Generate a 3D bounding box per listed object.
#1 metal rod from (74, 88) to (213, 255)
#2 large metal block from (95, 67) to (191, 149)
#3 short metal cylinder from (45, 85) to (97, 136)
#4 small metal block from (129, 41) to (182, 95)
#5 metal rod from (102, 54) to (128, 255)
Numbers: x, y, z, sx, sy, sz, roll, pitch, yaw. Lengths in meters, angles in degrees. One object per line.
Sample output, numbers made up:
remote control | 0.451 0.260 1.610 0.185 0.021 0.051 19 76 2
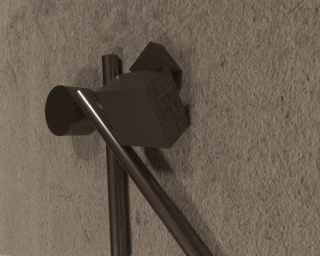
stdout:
metal rod | -0.027 0.060 0.404 0.300 0.025 0.025 51 120 20
large metal block | -0.020 -0.023 0.380 0.080 0.050 0.080 1 124 39
short metal cylinder | -0.142 -0.027 0.503 0.080 0.050 0.079 0 90 39
small metal block | -0.007 -0.077 0.409 0.050 0.025 0.050 -47 62 29
metal rod | -0.067 0.042 0.457 0.025 0.025 0.298 -5 87 39
